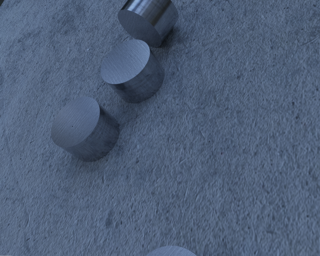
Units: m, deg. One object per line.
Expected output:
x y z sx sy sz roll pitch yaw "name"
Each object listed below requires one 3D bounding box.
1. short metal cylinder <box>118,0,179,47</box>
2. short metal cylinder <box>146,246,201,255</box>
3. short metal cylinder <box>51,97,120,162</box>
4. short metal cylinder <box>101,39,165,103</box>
-0.018 -0.173 0.484 0.080 0.080 0.050 23 75 36 "short metal cylinder"
0.018 0.154 0.284 0.080 0.050 0.080 -13 56 21 "short metal cylinder"
-0.106 0.002 0.442 0.080 0.050 0.080 -13 56 21 "short metal cylinder"
-0.040 -0.084 0.460 0.080 0.050 0.080 -13 56 21 "short metal cylinder"
